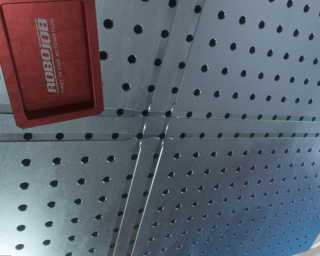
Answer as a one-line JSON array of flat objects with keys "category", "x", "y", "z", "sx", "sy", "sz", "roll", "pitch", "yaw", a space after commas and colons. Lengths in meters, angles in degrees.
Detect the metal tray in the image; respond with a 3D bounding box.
[{"category": "metal tray", "x": -0.108, "y": -0.069, "z": 0.307, "sx": 0.091, "sy": 0.030, "sz": 0.129, "roll": -13, "pitch": 124, "yaw": -22}]
